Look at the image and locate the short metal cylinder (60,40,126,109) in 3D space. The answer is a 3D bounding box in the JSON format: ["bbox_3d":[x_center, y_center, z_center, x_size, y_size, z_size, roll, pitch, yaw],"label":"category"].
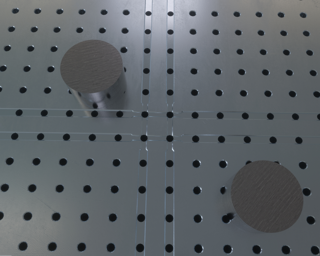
[{"bbox_3d":[-0.089,-0.072,0.424,0.081,0.050,0.080,0,70,0],"label":"short metal cylinder"}]

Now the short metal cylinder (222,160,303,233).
[{"bbox_3d":[0.119,0.083,0.369,0.081,0.050,0.080,0,70,0],"label":"short metal cylinder"}]
